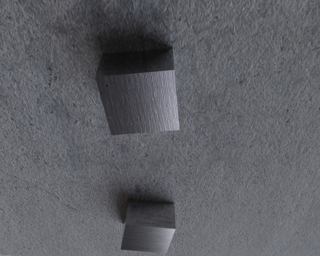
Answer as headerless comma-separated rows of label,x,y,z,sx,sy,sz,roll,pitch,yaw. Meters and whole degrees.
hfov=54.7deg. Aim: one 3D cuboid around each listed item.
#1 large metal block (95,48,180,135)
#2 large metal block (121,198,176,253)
large metal block,-0.021,-0.041,0.356,0.080,0.050,0.080,-5,130,4
large metal block,-0.022,0.170,0.535,0.081,0.050,0.079,8,130,-7
